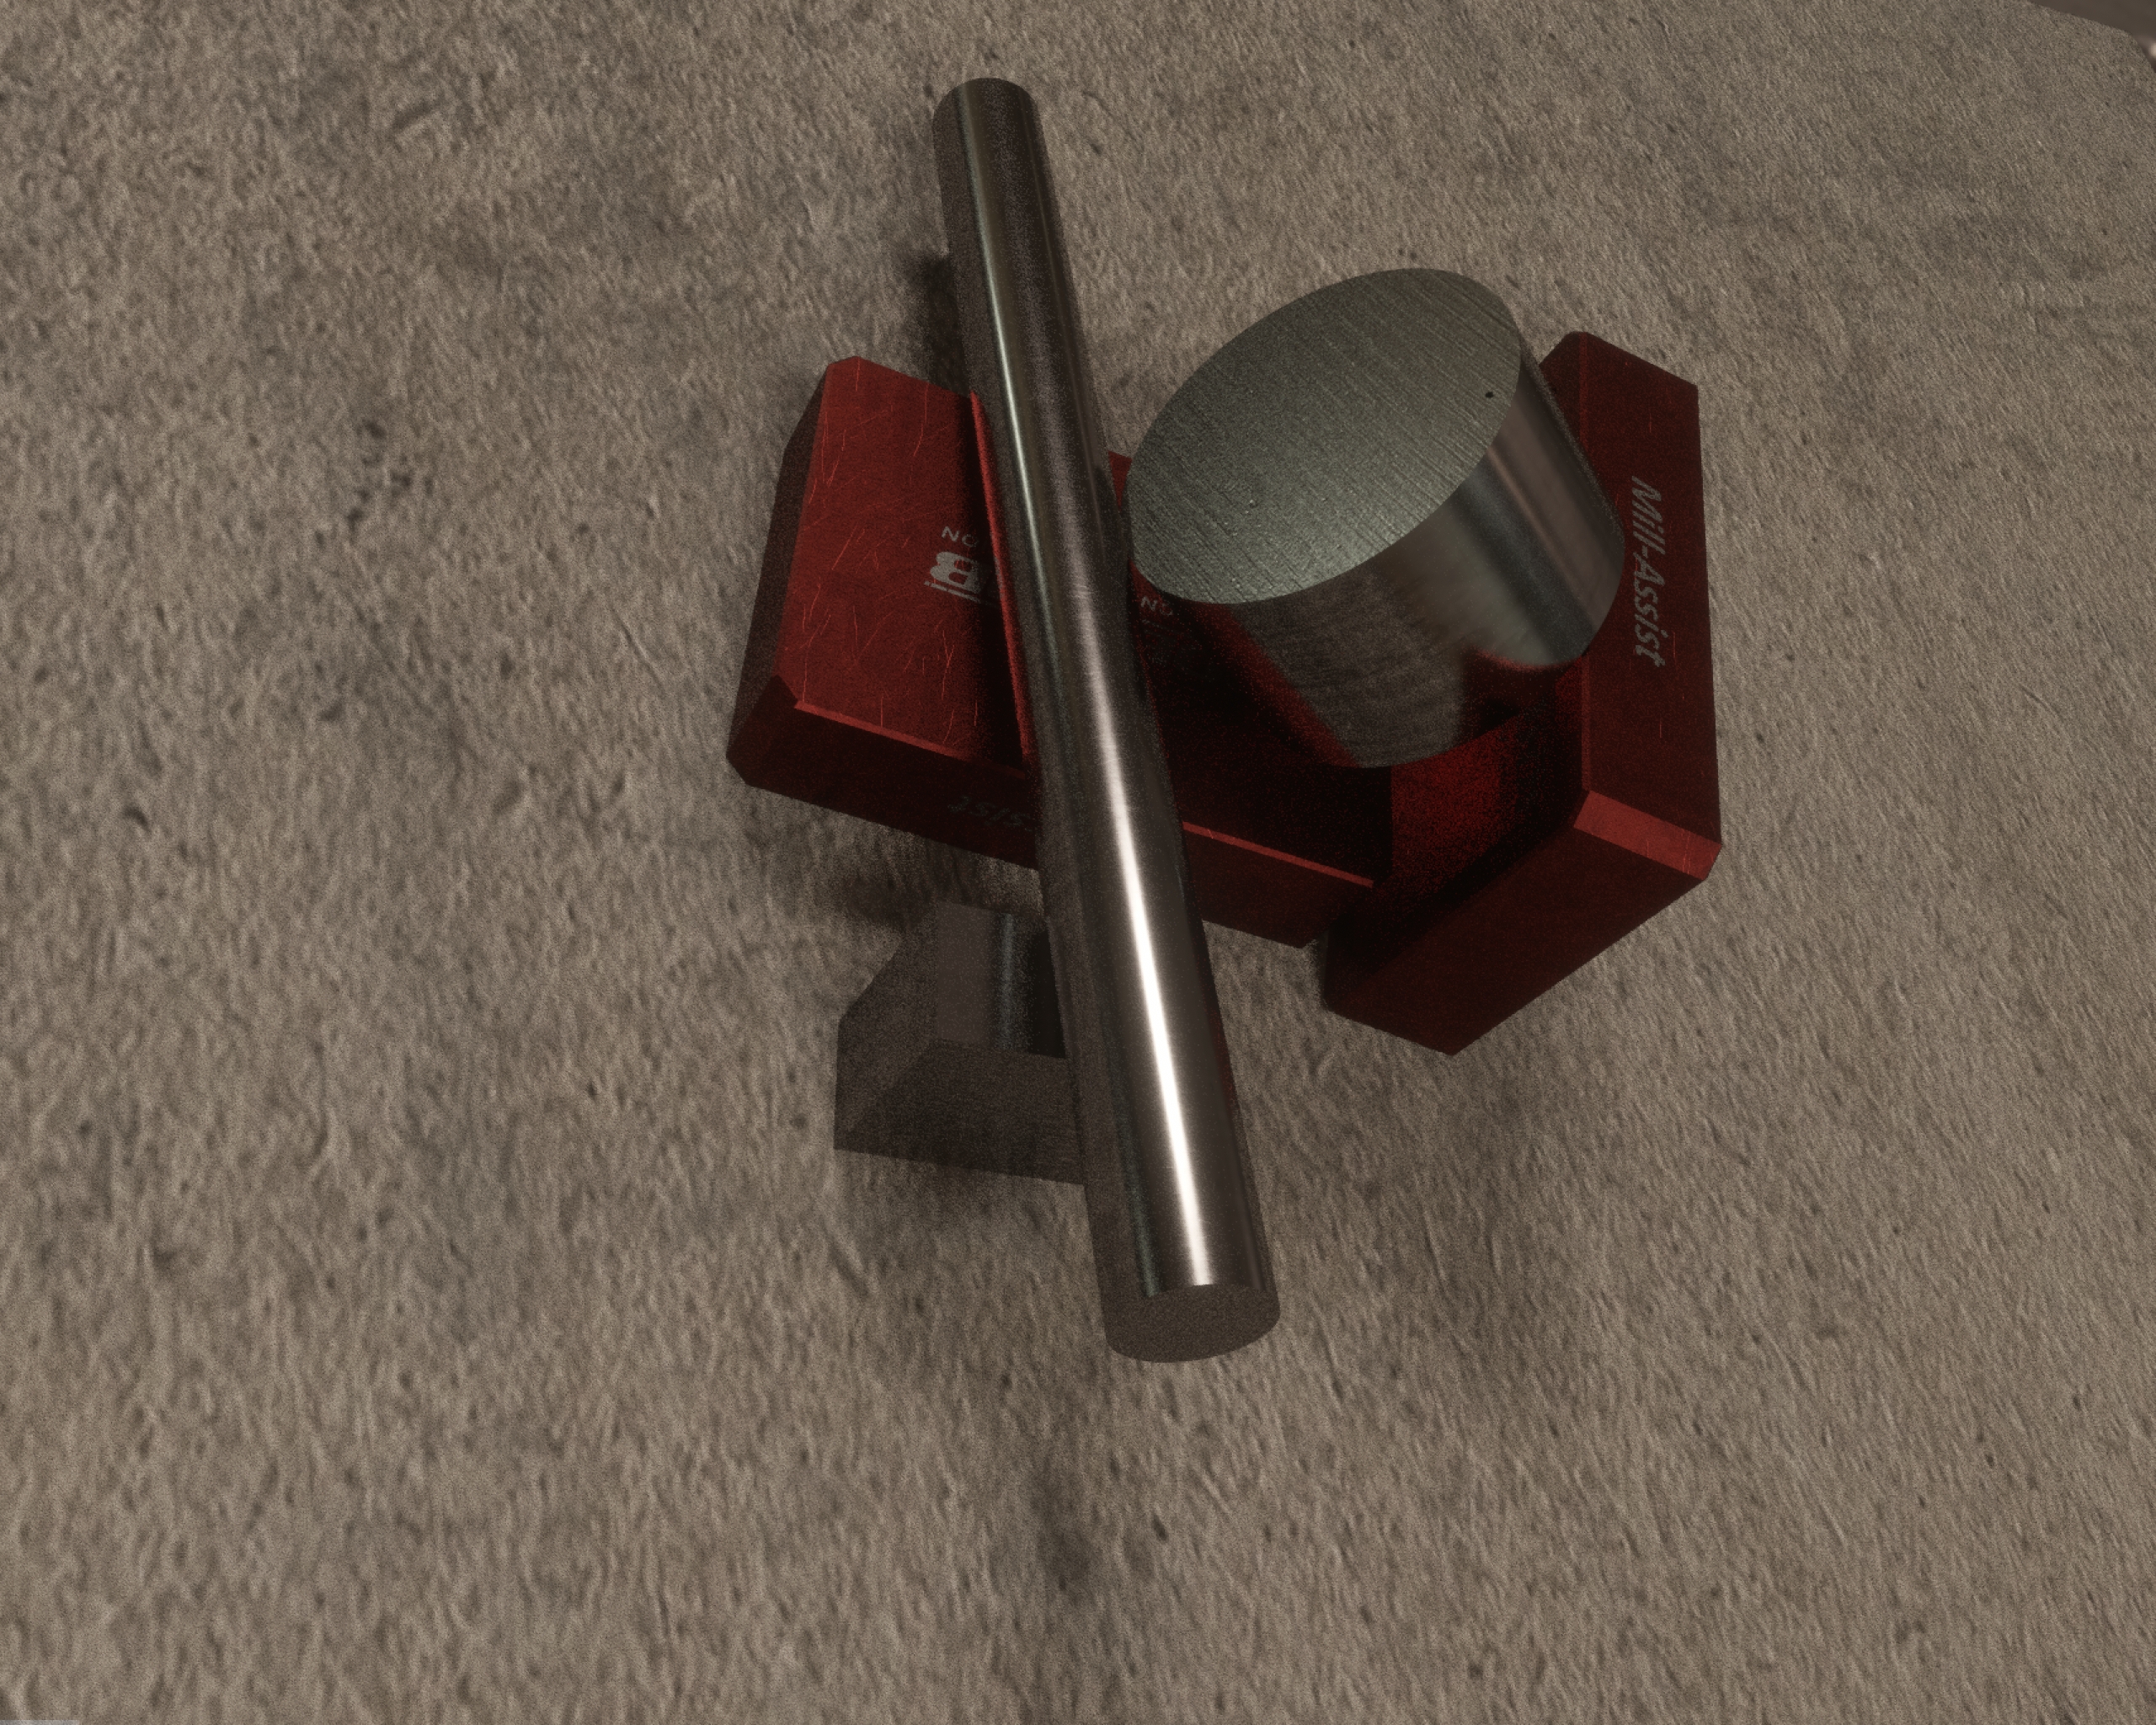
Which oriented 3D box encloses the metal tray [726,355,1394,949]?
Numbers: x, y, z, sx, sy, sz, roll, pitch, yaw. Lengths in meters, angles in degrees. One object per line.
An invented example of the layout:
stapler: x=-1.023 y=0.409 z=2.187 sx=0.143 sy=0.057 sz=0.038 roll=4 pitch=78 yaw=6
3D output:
metal tray: x=0.001 y=-0.042 z=0.429 sx=0.131 sy=0.030 sz=0.090 roll=17 pitch=55 yaw=-19

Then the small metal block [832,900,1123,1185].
small metal block: x=-0.010 y=0.033 z=0.364 sx=0.050 sy=0.050 sz=0.025 roll=12 pitch=57 yaw=-22

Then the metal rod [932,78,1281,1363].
metal rod: x=-0.002 y=-0.052 z=0.387 sx=0.025 sy=0.025 sz=0.300 roll=10 pitch=48 yaw=-23

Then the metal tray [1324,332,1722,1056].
metal tray: x=0.091 y=-0.036 z=0.436 sx=0.030 sy=0.090 sz=0.130 roll=21 pitch=54 yaw=-16

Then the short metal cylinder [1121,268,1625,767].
short metal cylinder: x=0.055 y=-0.065 z=0.394 sx=0.050 sy=0.080 sz=0.080 roll=46 pitch=41 yaw=-41
